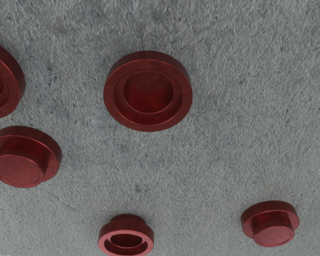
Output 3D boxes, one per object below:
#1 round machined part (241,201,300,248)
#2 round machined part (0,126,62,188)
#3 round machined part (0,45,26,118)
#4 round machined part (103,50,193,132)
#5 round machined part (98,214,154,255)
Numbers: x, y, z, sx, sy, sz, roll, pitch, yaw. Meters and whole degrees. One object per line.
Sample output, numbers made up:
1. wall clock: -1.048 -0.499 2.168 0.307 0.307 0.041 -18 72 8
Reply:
1. round machined part: 0.196 0.174 0.546 0.099 0.042 0.097 0 130 0
2. round machined part: -0.193 0.047 0.434 0.099 0.042 0.097 0 130 0
3. round machined part: -0.200 -0.060 0.343 0.099 0.042 0.097 0 130 0
4. round machined part: -0.013 -0.045 0.357 0.099 0.042 0.097 0 130 0
5. round machined part: -0.060 0.192 0.559 0.099 0.042 0.097 0 130 0
